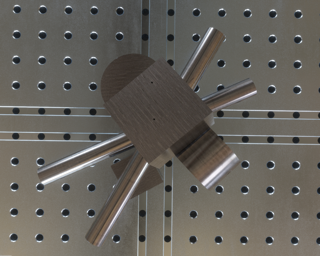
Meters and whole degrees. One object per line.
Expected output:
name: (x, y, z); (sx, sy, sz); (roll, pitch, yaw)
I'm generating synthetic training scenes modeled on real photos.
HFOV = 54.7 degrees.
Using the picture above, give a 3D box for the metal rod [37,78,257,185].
metal rod: (-0.016, 0.005, 0.409); (0.301, 0.025, 0.025); (-23, 90, 0)

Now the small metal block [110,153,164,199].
small metal block: (-0.030, 0.059, 0.410); (0.050, 0.025, 0.050); (-28, 90, 0)

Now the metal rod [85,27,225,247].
metal rod: (-0.006, 0.010, 0.385); (0.025, 0.025, 0.299); (31, 89, 0)

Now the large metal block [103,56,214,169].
large metal block: (0.001, -0.014, 0.334); (0.080, 0.050, 0.080); (-40, 73, 1)

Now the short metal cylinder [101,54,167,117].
short metal cylinder: (-0.031, -0.050, 0.397); (0.081, 0.050, 0.079); (0, 90, 0)

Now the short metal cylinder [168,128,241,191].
short metal cylinder: (0.052, 0.031, 0.383); (0.050, 0.080, 0.080); (-43, 90, 1)
